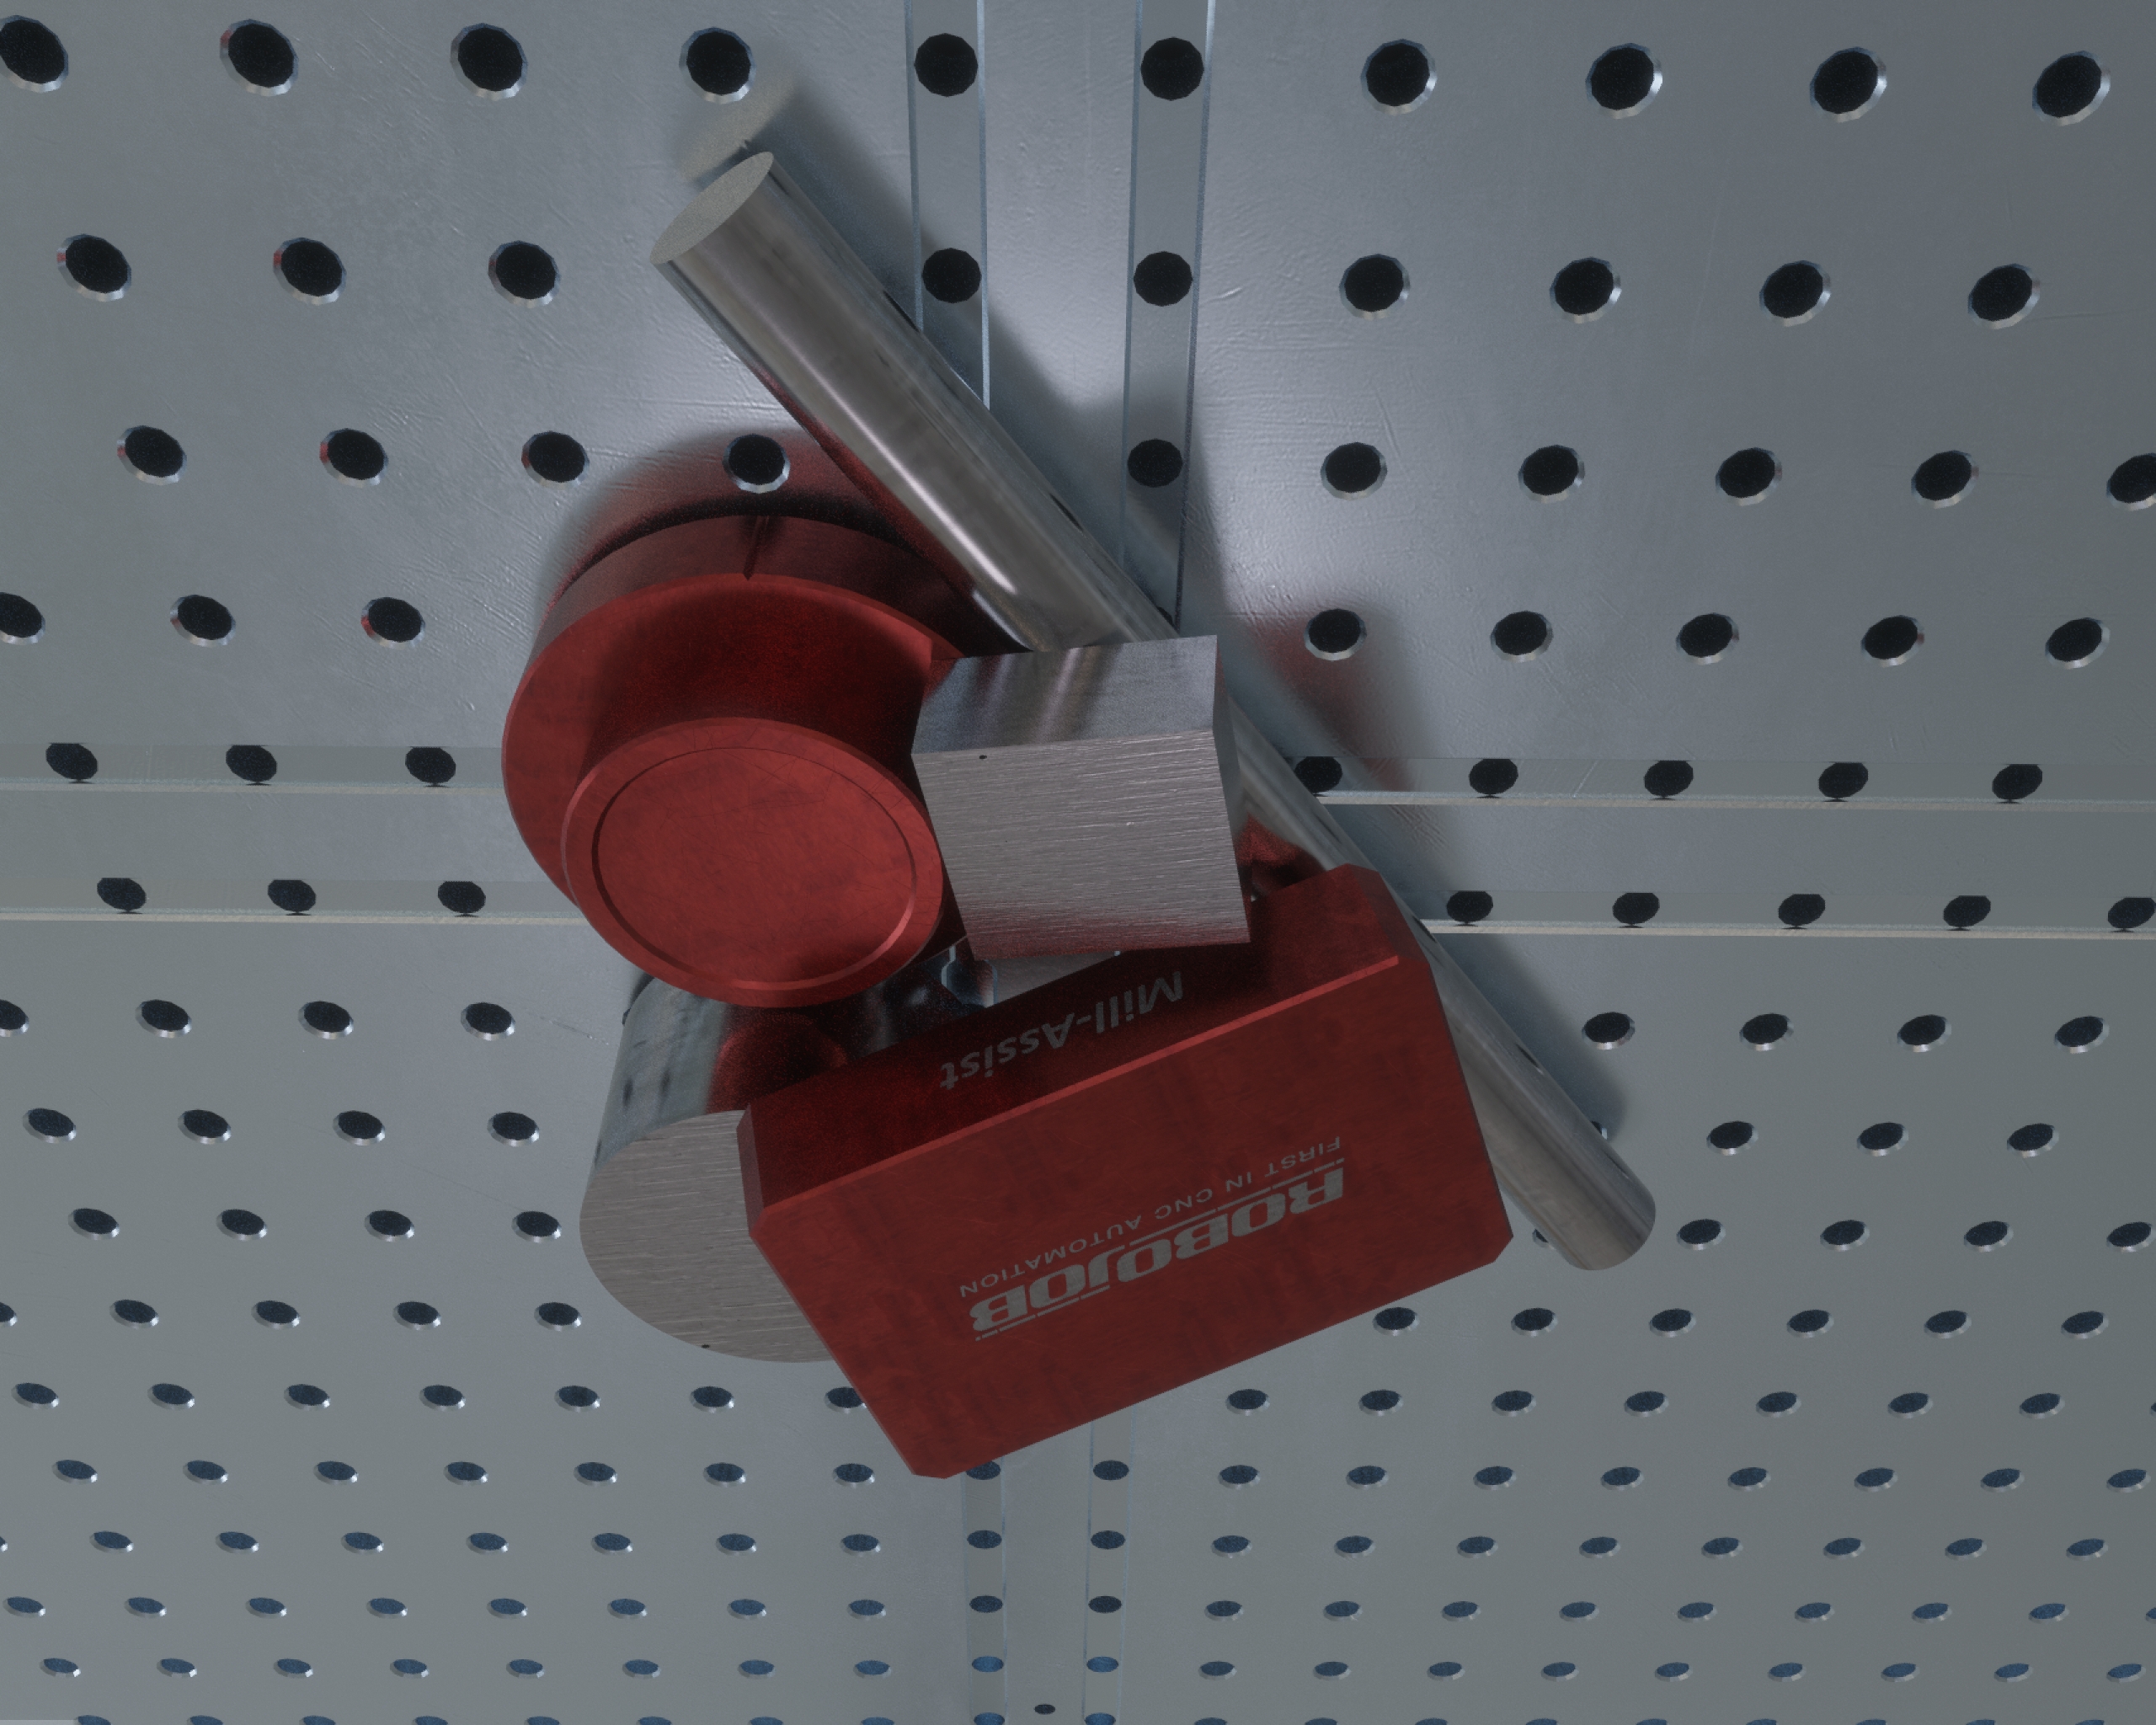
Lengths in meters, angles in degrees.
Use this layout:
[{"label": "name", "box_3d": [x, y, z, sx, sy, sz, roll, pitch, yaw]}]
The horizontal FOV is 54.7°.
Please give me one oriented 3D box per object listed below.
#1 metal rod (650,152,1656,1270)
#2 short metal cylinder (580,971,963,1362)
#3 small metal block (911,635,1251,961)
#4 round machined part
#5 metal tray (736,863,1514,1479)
[{"label": "metal rod", "box_3d": [0.032, -0.009, 0.400, 0.025, 0.025, 0.300, -29, 125, 22]}, {"label": "short metal cylinder", "box_3d": [-0.060, 0.061, 0.441, 0.081, 0.050, 0.079, 0, 130, 0]}, {"label": "small metal block", "box_3d": [0.003, -0.010, 0.367, 0.050, 0.025, 0.050, -4, 133, 10]}, {"label": "round machined part", "box_3d": [-0.057, -0.011, 0.384, 0.099, 0.042, 0.097, 0, 130, 1]}, {"label": "metal tray", "box_3d": [0.012, 0.063, 0.407, 0.131, 0.030, 0.090, -22, 128, 1]}]
